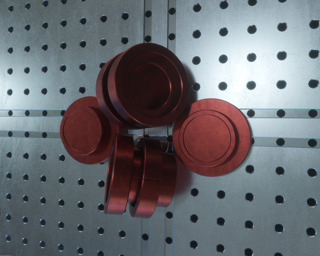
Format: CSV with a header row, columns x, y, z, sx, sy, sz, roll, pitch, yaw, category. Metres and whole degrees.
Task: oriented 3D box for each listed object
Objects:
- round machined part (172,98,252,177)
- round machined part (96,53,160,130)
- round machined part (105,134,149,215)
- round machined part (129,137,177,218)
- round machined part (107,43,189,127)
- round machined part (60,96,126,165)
x,y,z,sx,sy,sz,roll,pitch,yaw,category
0.062,0.012,0.382,0.098,0.042,0.097,0,90,20,round machined part
-0.035,-0.046,0.399,0.042,0.099,0.098,-9,86,60,round machined part
-0.041,0.058,0.384,0.042,0.098,0.097,8,93,-12,round machined part
-0.009,0.063,0.387,0.042,0.098,0.097,9,94,-12,round machined part
-0.017,-0.049,0.373,0.042,0.099,0.098,-9,86,60,round machined part
-0.101,0.004,0.439,0.098,0.042,0.097,0,90,20,round machined part
